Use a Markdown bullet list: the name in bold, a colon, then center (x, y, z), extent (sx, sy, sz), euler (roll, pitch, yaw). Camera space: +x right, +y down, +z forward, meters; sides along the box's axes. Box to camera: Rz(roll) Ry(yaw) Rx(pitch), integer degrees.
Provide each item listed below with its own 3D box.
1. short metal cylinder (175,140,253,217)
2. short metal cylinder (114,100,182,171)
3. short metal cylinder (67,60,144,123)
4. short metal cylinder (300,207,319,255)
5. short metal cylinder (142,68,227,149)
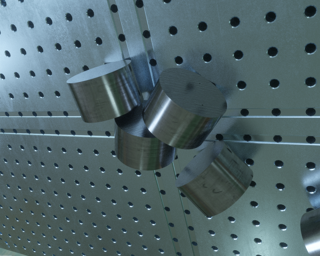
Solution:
- **short metal cylinder**: center (0.065, 0.060, 0.378), extent (0.050, 0.080, 0.080), euler (46, 129, -4)
- **short metal cylinder**: center (-0.016, 0.007, 0.386), extent (0.080, 0.080, 0.050), euler (18, 128, 17)
- **short metal cylinder**: center (-0.066, -0.046, 0.379), extent (0.080, 0.080, 0.050), euler (-4, 115, 30)
- **short metal cylinder**: center (0.205, 0.123, 0.344), extent (0.080, 0.080, 0.050), euler (44, 129, -3)
- **short metal cylinder**: center (0.027, -0.023, 0.347), extent (0.080, 0.080, 0.050), euler (34, 129, 5)
